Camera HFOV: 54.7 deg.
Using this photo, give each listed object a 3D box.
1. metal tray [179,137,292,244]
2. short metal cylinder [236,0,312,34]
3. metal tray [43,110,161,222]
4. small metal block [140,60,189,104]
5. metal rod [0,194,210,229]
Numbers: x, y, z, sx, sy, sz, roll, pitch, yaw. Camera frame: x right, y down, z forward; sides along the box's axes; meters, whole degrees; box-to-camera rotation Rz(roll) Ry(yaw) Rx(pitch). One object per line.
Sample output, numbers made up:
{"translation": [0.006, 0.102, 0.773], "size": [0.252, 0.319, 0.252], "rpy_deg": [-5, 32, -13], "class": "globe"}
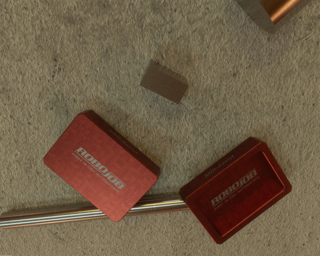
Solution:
{"translation": [0.104, 0.085, 0.423], "size": [0.130, 0.030, 0.090], "rpy_deg": [-36, 107, -3], "class": "metal tray"}
{"translation": [0.115, -0.148, 0.328], "size": [0.050, 0.080, 0.080], "rpy_deg": [-42, 105, 14], "class": "short metal cylinder"}
{"translation": [-0.076, 0.050, 0.411], "size": [0.130, 0.030, 0.090], "rpy_deg": [41, 105, -2], "class": "metal tray"}
{"translation": [0.005, -0.057, 0.376], "size": [0.050, 0.050, 0.025], "rpy_deg": [26, 108, -10], "class": "small metal block"}
{"translation": [-0.080, 0.120, 0.452], "size": [0.302, 0.025, 0.025], "rpy_deg": [-6, 110, 2], "class": "metal rod"}
